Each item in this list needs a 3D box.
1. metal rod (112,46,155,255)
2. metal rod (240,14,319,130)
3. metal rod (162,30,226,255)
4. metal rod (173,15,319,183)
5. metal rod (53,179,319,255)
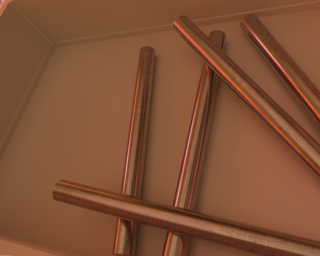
[{"bbox_3d":[-0.030,0.010,0.413,0.025,0.025,0.299,-9,58,23],"label":"metal rod"},{"bbox_3d":[0.164,-0.034,0.340,0.025,0.025,0.299,-28,52,10],"label":"metal rod"},{"bbox_3d":[0.048,0.001,0.378,0.025,0.025,0.300,0,62,28],"label":"metal rod"},{"bbox_3d":[0.101,-0.042,0.356,0.025,0.025,0.300,-37,58,3],"label":"metal rod"},{"bbox_3d":[0.024,0.092,0.304,0.301,0.025,0.025,8,66,21],"label":"metal rod"}]
